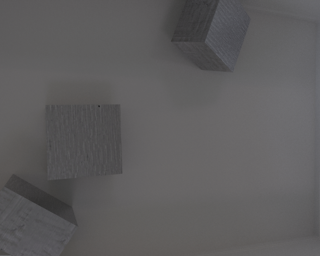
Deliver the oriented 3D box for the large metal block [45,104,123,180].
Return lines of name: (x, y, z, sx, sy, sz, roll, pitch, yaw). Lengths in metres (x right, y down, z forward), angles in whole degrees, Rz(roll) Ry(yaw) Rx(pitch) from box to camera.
large metal block: (-0.091, 0.014, 0.364, 0.081, 0.050, 0.080, -2, 91, -20)

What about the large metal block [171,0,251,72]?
large metal block: (0.069, -0.128, 0.404, 0.080, 0.050, 0.080, 27, 80, -50)

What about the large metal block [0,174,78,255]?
large metal block: (-0.140, 0.097, 0.330, 0.080, 0.080, 0.050, 36, 79, -17)
